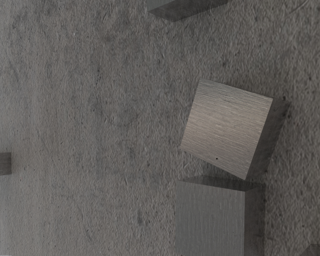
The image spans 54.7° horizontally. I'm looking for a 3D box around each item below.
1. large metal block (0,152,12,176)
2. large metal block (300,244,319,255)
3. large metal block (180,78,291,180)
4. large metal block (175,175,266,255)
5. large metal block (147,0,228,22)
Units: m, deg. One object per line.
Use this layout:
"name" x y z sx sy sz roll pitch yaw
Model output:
"large metal block" -0.393 0.082 0.694 0.080 0.081 0.050 -5 87 40
"large metal block" 0.167 0.144 0.251 0.080 0.050 0.080 -15 80 39
"large metal block" 0.077 -0.002 0.325 0.080 0.050 0.079 25 106 37
"large metal block" 0.064 0.098 0.336 0.080 0.050 0.079 2 91 40
"large metal block" 0.029 -0.181 0.364 0.080 0.050 0.080 -5 87 40
